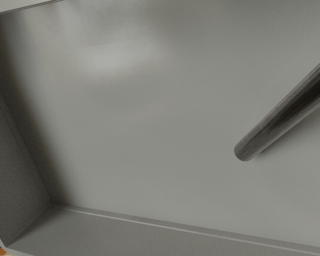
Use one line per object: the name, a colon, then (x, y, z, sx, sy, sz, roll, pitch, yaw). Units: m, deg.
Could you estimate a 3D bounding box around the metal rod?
metal rod: (0.126, -0.034, 0.242, 0.025, 0.025, 0.299, 33, 154, 6)
